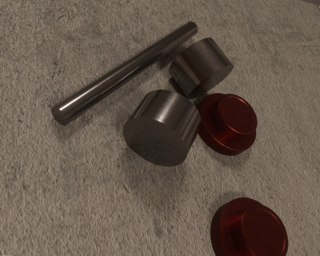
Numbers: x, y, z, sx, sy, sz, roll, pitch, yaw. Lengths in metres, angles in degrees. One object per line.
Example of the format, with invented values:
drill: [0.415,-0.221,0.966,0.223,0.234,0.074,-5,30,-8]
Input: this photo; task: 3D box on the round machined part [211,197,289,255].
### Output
round machined part: [0.115,0.132,0.376,0.099,0.042,0.098,14,56,-21]

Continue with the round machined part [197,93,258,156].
round machined part: [0.103,-0.012,0.458,0.099,0.042,0.098,14,56,-21]

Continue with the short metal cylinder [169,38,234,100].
short metal cylinder: [0.060,-0.086,0.455,0.081,0.080,0.050,-26,76,-37]

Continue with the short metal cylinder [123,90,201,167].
short metal cylinder: [0.003,0.001,0.371,0.080,0.080,0.050,35,51,-6]

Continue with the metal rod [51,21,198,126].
metal rod: [-0.029,-0.094,0.446,0.025,0.025,0.302,45,51,2]
